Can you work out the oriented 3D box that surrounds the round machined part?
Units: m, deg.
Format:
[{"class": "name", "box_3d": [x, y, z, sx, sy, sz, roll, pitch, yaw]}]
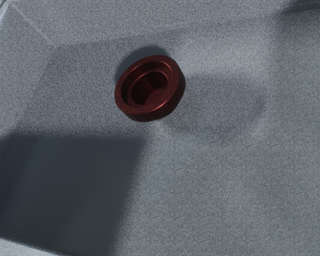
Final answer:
[{"class": "round machined part", "box_3d": [-0.010, -0.050, 0.429, 0.098, 0.042, 0.098, -13, 56, 20]}]
